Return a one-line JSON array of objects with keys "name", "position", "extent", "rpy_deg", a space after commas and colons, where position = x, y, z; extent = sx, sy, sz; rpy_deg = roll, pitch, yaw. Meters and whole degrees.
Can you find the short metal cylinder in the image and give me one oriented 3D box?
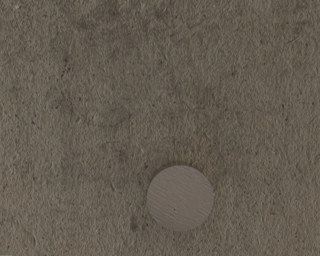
[{"name": "short metal cylinder", "position": [0.024, 0.085, 0.398], "extent": [0.080, 0.050, 0.080], "rpy_deg": [0, 90, 0]}]
